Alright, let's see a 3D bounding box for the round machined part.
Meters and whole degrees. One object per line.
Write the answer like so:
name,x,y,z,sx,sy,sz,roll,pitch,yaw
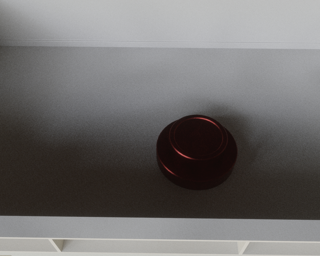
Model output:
round machined part,0.045,0.022,0.376,0.099,0.042,0.098,0,50,0
